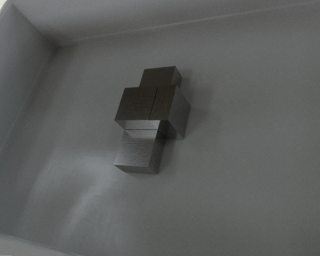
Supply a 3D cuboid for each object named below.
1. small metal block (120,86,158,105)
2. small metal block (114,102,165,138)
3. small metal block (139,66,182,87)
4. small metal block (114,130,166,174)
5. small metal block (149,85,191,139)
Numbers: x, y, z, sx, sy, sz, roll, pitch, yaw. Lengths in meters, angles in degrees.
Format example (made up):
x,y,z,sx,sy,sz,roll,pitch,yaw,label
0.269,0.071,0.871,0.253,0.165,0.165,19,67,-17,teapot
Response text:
x,y,z,sx,sy,sz,roll,pitch,yaw,label
-0.017,-0.031,0.415,0.050,0.050,0.025,0,62,28,small metal block
-0.022,-0.009,0.405,0.050,0.050,0.025,0,62,28,small metal block
-0.001,-0.058,0.440,0.050,0.025,0.050,0,62,28,small metal block
-0.026,0.030,0.398,0.050,0.025,0.050,0,62,28,small metal block
0.014,-0.019,0.392,0.025,0.050,0.050,0,62,28,small metal block
